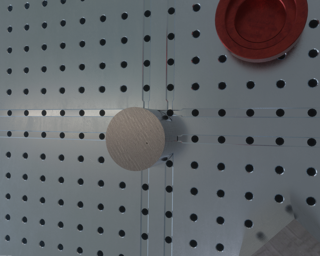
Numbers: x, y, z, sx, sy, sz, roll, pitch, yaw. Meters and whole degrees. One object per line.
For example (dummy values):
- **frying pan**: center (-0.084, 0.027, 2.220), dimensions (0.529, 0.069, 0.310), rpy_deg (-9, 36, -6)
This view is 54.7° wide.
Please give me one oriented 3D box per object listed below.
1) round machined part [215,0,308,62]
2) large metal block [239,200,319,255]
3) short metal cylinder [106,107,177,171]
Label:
- **round machined part**: center (0.117, -0.125, 0.362), dimensions (0.098, 0.042, 0.097), rpy_deg (0, 90, 20)
- **large metal block**: center (0.133, 0.132, 0.336), dimensions (0.050, 0.080, 0.080), rpy_deg (46, 104, 14)
- **short metal cylinder**: center (-0.023, 0.014, 0.407), dimensions (0.080, 0.050, 0.079), rpy_deg (0, 90, 20)
